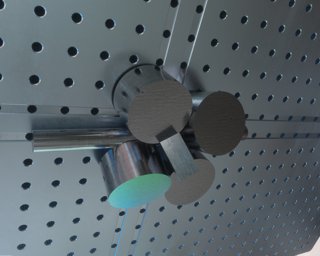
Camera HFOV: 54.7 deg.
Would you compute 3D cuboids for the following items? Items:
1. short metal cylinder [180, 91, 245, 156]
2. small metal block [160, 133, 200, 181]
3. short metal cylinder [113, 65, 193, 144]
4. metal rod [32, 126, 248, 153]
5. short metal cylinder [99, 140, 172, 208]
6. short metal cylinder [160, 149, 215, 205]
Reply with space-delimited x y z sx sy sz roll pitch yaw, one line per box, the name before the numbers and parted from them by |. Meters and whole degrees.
short metal cylinder | 0.063 -0.008 0.403 0.081 0.050 0.079 -3 97 -28
small metal block | 0.023 0.037 0.380 0.025 0.050 0.050 -27 170 -4
short metal cylinder | -0.009 -0.028 0.368 0.081 0.050 0.079 -14 124 -21
metal rod | -0.006 0.011 0.410 0.303 0.025 0.025 -2 119 -28
short metal cylinder | -0.032 0.060 0.394 0.081 0.050 0.080 -16 144 -11
short metal cylinder | 0.032 0.064 0.447 0.081 0.050 0.079 -14 124 -21
